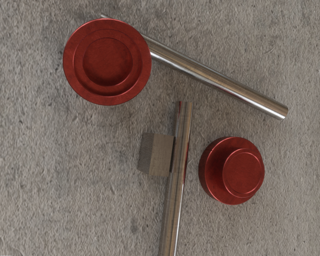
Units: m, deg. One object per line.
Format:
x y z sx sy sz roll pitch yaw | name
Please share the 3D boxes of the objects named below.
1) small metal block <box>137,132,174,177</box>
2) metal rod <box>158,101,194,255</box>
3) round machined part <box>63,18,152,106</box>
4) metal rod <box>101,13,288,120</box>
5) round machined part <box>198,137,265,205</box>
-0.007 0.032 0.394 0.025 0.050 0.050 9 87 -20 | small metal block
0.016 0.114 0.415 0.025 0.025 0.298 8 87 -20 | metal rod
-0.062 -0.079 0.366 0.099 0.042 0.097 -5 112 -12 | round machined part
0.056 -0.077 0.429 0.302 0.025 0.025 22 83 -19 | metal rod
0.108 0.061 0.440 0.099 0.042 0.097 0 90 -20 | round machined part
